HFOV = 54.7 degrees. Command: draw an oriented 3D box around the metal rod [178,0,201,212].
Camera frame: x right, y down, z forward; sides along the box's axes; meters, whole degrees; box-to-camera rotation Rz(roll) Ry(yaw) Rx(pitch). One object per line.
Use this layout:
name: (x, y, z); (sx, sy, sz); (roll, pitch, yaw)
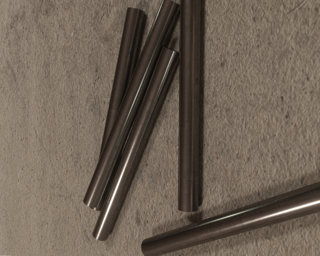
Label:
metal rod: (0.036, -0.051, 0.373); (0.025, 0.025, 0.298); (1, 91, 39)

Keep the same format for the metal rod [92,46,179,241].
metal rod: (-0.038, 0.033, 0.434); (0.025, 0.025, 0.298); (34, 111, 34)

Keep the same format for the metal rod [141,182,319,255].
metal rod: (0.089, 0.098, 0.330); (0.299, 0.025, 0.025); (-31, 71, 35)

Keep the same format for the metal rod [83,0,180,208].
metal rod: (-0.043, -0.025, 0.422); (0.025, 0.025, 0.298); (32, 105, 35)

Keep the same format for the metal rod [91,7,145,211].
metal rod: (-0.065, -0.020, 0.455); (0.025, 0.025, 0.298); (20, 103, 38)
